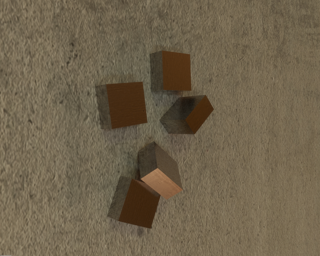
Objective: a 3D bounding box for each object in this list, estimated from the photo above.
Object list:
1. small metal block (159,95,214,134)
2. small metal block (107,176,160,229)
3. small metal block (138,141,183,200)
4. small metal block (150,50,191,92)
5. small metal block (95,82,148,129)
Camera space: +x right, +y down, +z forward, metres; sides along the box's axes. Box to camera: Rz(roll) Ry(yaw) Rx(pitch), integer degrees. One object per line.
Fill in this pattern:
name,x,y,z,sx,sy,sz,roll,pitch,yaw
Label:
small metal block,0.036,-0.018,0.418,0.050,0.050,0.025,-49,119,-29
small metal block,-0.030,0.091,0.379,0.050,0.025,0.050,28,73,-37
small metal block,0.000,0.053,0.387,0.050,0.025,0.050,45,20,-31
small metal block,0.015,-0.074,0.416,0.050,0.025,0.050,-4,93,-40
small metal block,-0.045,-0.027,0.367,0.050,0.025,0.050,-11,97,-39
